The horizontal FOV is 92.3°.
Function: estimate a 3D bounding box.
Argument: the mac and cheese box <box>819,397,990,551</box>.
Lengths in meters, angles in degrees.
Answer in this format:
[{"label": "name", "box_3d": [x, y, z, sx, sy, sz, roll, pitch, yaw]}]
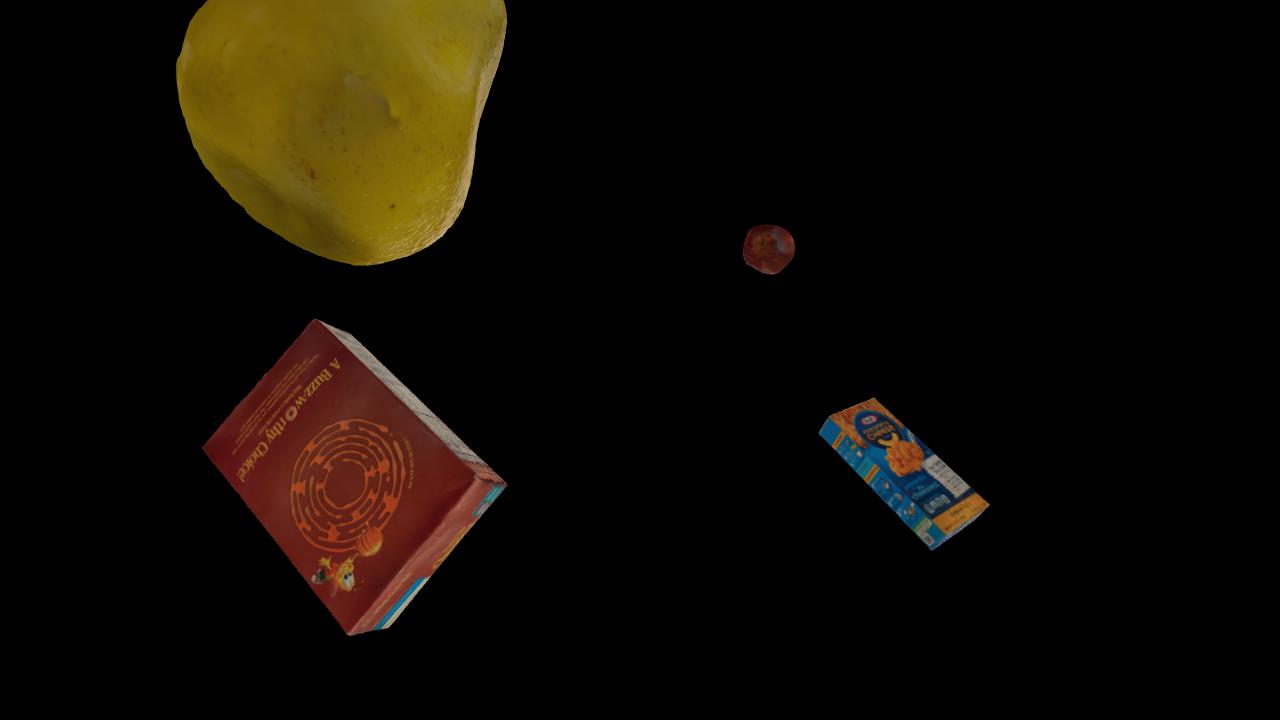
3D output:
[{"label": "mac and cheese box", "box_3d": [0.314, 0.130, 0.743, 0.093, 0.041, 0.184, -17, 51, -31]}]

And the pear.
[{"label": "pear", "box_3d": [-0.070, -0.084, 0.178, 0.080, 0.111, 0.080, 24, -26, 12]}]

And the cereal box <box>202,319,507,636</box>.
[{"label": "cereal box", "box_3d": [-0.326, 0.121, 0.695, 0.306, 0.203, 0.081, 37, -4, 20]}]

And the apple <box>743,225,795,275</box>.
[{"label": "apple", "box_3d": [0.196, -0.171, 0.942, 0.079, 0.079, 0.093, 0, 3, 27]}]
